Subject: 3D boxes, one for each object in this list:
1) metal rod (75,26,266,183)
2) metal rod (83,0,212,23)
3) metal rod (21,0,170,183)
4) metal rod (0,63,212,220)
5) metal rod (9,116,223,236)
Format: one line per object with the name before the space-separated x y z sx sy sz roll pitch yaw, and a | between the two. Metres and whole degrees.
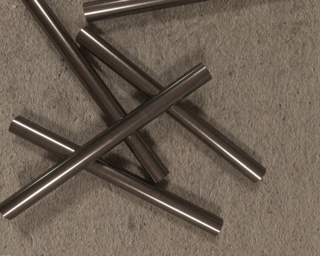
metal rod | 0.015 -0.030 0.410 0.300 0.025 0.025 38 90 -1
metal rod | 0.050 -0.180 0.410 0.302 0.025 0.025 -11 90 -1
metal rod | -0.085 -0.055 0.408 0.025 0.025 0.299 -36 90 0
metal rod | -0.066 0.016 0.383 0.301 0.025 0.025 -35 90 -1
metal rod | -0.056 0.063 0.409 0.301 0.025 0.025 27 90 -1
